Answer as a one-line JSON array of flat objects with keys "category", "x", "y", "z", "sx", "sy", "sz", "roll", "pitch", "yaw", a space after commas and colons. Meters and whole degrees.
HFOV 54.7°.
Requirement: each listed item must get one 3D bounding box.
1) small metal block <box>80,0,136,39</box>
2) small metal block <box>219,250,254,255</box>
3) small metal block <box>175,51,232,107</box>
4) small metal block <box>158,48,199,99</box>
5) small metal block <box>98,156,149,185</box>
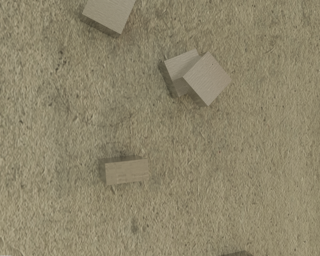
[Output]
[{"category": "small metal block", "x": -0.065, "y": -0.147, "z": 0.385, "sx": 0.050, "sy": 0.025, "sz": 0.050, "roll": 24, "pitch": 82, "yaw": -19}, {"category": "small metal block", "x": 0.111, "y": 0.212, "z": 0.450, "sx": 0.050, "sy": 0.025, "sz": 0.050, "roll": -3, "pitch": 91, "yaw": -20}, {"category": "small metal block", "x": 0.057, "y": -0.063, "z": 0.403, "sx": 0.050, "sy": 0.025, "sz": 0.050, "roll": -47, "pitch": 105, "yaw": -14}, {"category": "small metal block", "x": 0.032, "y": -0.074, "z": 0.421, "sx": 0.050, "sy": 0.025, "sz": 0.050, "roll": -26, "pitch": 99, "yaw": -18}, {"category": "small metal block", "x": -0.046, "y": 0.050, "z": 0.379, "sx": 0.050, "sy": 0.050, "sz": 0.025, "roll": -4, "pitch": 92, "yaw": -20}]
